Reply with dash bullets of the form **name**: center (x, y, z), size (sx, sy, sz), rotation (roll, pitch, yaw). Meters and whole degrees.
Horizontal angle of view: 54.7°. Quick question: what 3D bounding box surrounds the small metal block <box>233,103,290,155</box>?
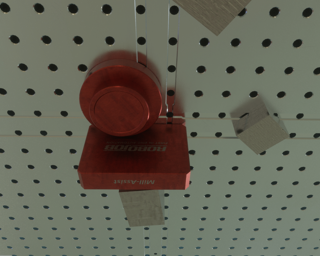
- **small metal block**: center (0.135, 0.003, 0.415), size (0.050, 0.025, 0.050), rotation (-37, 122, 27)

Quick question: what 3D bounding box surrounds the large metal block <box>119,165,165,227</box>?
- **large metal block**: center (-0.023, 0.084, 0.446), size (0.050, 0.080, 0.080), rotation (-5, 130, 4)

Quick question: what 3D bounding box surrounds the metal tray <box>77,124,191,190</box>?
- **metal tray**: center (-0.030, 0.034, 0.397), size (0.131, 0.090, 0.030), rotation (1, 130, -1)

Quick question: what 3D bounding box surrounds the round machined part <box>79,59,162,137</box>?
- **round machined part**: center (-0.047, -0.029, 0.369), size (0.099, 0.042, 0.097), rotation (-1, 124, -1)

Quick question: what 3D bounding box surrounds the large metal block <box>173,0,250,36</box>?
- **large metal block**: center (0.046, -0.144, 0.273), size (0.080, 0.050, 0.080), rotation (31, 124, -24)
